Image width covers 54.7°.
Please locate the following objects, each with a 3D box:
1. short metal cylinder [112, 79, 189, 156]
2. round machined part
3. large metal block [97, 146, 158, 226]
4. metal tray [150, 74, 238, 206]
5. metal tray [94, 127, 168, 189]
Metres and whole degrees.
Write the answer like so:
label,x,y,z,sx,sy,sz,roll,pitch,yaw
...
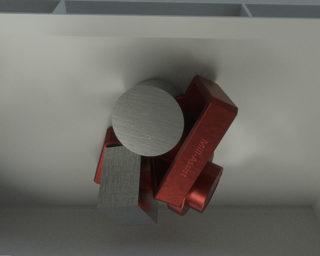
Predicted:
label,x,y,z,sx,sy,sz,roll,pitch,yaw
short metal cylinder,-0.009,-0.014,0.359,0.080,0.050,0.079,3,107,10
round machined part,0.053,0.076,0.420,0.042,0.098,0.097,25,133,19
large metal block,-0.037,0.077,0.406,0.050,0.080,0.080,-7,146,14
metal tray,0.031,0.012,0.355,0.030,0.090,0.129,23,111,-15
metal tray,-0.022,0.054,0.448,0.131,0.030,0.089,13,129,-12
